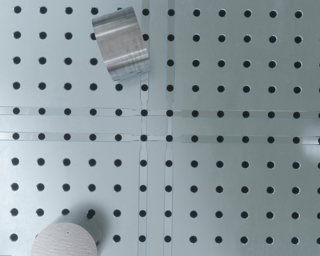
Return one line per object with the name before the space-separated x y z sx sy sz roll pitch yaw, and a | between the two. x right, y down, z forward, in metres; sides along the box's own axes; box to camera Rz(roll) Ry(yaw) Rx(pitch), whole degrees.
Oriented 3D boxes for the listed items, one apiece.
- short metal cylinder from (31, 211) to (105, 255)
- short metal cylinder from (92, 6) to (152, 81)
short metal cylinder | -0.116 0.154 0.400 0.081 0.050 0.079 0 90 0
short metal cylinder | -0.046 -0.104 0.385 0.050 0.080 0.080 -18 90 0
